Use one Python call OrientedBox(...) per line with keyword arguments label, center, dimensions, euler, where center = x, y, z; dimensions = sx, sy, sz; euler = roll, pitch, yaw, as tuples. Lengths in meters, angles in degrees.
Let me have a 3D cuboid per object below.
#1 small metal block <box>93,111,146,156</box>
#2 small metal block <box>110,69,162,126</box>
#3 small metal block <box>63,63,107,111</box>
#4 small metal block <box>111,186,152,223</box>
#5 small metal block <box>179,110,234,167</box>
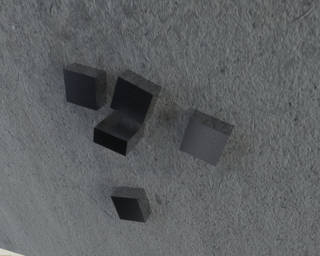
OrientedBox(label="small metal block", center=(-0.055, 0.006, 0.424), dimensions=(0.050, 0.050, 0.025), euler=(22, 127, 14))
OrientedBox(label="small metal block", center=(-0.032, -0.039, 0.399), dimensions=(0.050, 0.025, 0.050), euler=(29, 128, 9))
OrientedBox(label="small metal block", center=(-0.102, -0.057, 0.426), dimensions=(0.050, 0.025, 0.050), euler=(17, 125, 18))
OrientedBox(label="small metal block", center=(-0.046, 0.125, 0.509), dimensions=(0.050, 0.025, 0.050), euler=(-2, 118, 29))
OrientedBox(label="small metal block", center=(0.057, 0.013, 0.385), dimensions=(0.050, 0.025, 0.050), euler=(24, 127, 13))
